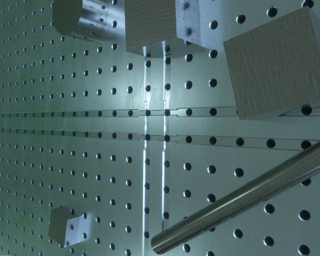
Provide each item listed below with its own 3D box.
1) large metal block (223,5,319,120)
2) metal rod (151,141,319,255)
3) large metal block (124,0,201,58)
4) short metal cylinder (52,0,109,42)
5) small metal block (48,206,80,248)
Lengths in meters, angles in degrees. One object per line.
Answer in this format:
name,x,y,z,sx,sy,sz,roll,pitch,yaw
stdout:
large metal block,0.116,-0.055,0.297,0.080,0.050,0.080,-16,80,38
metal rod,0.094,0.072,0.330,0.299,0.025,0.025,-40,66,32
large metal block,0.002,-0.139,0.389,0.080,0.050,0.080,-3,88,39
short metal cylinder,-0.127,-0.184,0.495,0.080,0.050,0.079,0,90,39
small metal block,-0.170,0.173,0.546,0.050,0.025,0.050,14,99,38
